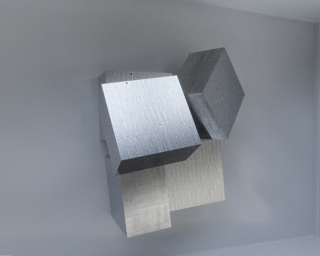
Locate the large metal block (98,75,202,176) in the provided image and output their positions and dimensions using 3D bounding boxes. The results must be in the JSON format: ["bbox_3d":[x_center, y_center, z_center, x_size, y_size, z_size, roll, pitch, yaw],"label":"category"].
[{"bbox_3d":[-0.014,-0.003,0.322,0.081,0.050,0.080,-10,68,-20],"label":"large metal block"}]

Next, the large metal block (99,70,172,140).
[{"bbox_3d":[-0.031,-0.026,0.385,0.081,0.050,0.079,-1,91,-20],"label":"large metal block"}]

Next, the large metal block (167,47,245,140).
[{"bbox_3d":[0.061,-0.042,0.392,0.080,0.050,0.080,55,50,-36],"label":"large metal block"}]

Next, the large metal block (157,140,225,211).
[{"bbox_3d":[0.034,0.057,0.407,0.081,0.050,0.079,-6,92,-20],"label":"large metal block"}]

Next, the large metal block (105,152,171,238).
[{"bbox_3d":[-0.029,0.073,0.370,0.050,0.080,0.079,-7,93,-20],"label":"large metal block"}]
